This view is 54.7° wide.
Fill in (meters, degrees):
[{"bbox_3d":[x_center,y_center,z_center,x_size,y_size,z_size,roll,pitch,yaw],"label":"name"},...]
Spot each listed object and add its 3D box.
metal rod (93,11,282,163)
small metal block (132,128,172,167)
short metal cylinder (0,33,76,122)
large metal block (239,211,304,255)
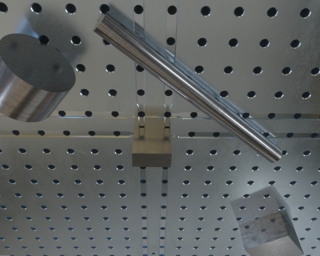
[{"bbox_3d":[0.052,-0.035,0.382,0.301,0.025,0.025,33,122,-26],"label":"metal rod"},{"bbox_3d":[-0.011,0.026,0.417,0.050,0.050,0.025,1,130,-2],"label":"small metal block"},{"bbox_3d":[-0.139,-0.053,0.329,0.080,0.080,0.050,33,123,-25],"label":"short metal cylinder"},{"bbox_3d":[0.206,0.207,0.575,0.080,0.050,0.080,-29,125,22],"label":"large metal block"}]
